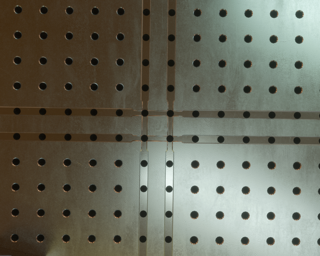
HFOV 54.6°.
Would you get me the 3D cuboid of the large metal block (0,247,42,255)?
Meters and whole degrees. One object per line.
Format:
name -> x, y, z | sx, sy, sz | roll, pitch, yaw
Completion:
large metal block -> -0.202, 0.192, 0.385 | 0.080, 0.080, 0.050 | 13, 90, 0
